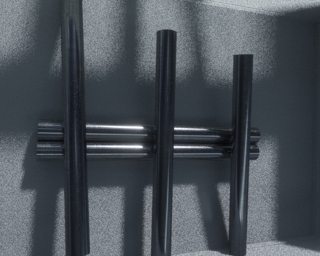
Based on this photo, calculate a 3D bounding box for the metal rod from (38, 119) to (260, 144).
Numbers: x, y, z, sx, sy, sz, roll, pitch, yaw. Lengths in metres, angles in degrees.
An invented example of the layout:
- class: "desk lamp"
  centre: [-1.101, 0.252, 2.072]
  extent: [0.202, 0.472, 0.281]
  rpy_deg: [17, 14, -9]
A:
- class: "metal rod"
  centre: [0.001, 0.007, 0.411]
  extent: [0.303, 0.025, 0.025]
  rpy_deg: [2, 90, -21]

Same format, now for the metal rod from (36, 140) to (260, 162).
- class: "metal rod"
  centre: [-0.001, 0.031, 0.410]
  extent: [0.303, 0.025, 0.025]
  rpy_deg: [2, 90, -21]

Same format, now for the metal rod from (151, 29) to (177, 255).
- class: "metal rod"
  centre: [0.005, 0.030, 0.386]
  extent: [0.025, 0.025, 0.298]
  rpy_deg: [2, 90, -20]

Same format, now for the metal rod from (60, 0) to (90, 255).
- class: "metal rod"
  centre: [-0.096, -0.014, 0.348]
  extent: [0.025, 0.025, 0.298]
  rpy_deg: [-1, 82, -20]

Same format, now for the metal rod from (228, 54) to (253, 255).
- class: "metal rod"
  centre: [0.110, 0.052, 0.428]
  extent: [0.025, 0.025, 0.298]
  rpy_deg: [-4, 100, -20]
